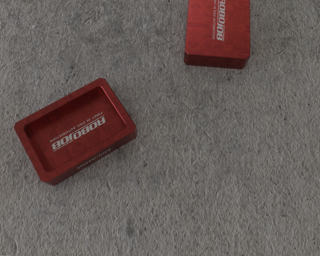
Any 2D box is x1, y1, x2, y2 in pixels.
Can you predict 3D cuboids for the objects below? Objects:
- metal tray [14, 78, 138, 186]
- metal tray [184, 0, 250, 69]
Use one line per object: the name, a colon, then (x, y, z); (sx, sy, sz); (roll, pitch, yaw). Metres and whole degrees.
metal tray: (-0.107, 0.003, 0.403); (0.131, 0.030, 0.090); (-31, 73, -11)
metal tray: (0.085, -0.154, 0.462); (0.091, 0.030, 0.130); (5, 70, 2)
